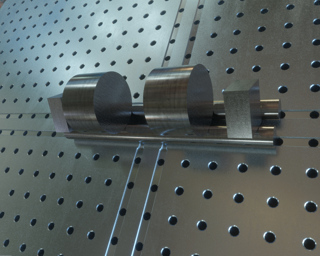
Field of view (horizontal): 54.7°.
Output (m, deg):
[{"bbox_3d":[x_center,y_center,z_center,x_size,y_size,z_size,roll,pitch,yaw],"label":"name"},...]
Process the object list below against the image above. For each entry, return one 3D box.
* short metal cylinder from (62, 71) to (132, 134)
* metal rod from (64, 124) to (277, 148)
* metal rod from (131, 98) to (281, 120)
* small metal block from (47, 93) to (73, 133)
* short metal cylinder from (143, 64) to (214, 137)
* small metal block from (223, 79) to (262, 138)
[{"bbox_3d":[-0.080,-0.032,0.407,0.050,0.080,0.080,1,62,29],"label":"short metal cylinder"},{"bbox_3d":[-0.007,0.007,0.408,0.300,0.025,0.025,1,62,28],"label":"metal rod"},{"bbox_3d":[0.003,-0.024,0.421,0.300,0.025,0.025,1,62,28],"label":"metal rod"},{"bbox_3d":[-0.129,-0.026,0.447,0.025,0.050,0.050,1,20,29],"label":"small metal block"},{"bbox_3d":[0.023,-0.030,0.351,0.050,0.080,0.080,1,62,29],"label":"short metal cylinder"},{"bbox_3d":[0.089,-0.022,0.329,0.025,0.050,0.050,0,21,29],"label":"small metal block"}]
